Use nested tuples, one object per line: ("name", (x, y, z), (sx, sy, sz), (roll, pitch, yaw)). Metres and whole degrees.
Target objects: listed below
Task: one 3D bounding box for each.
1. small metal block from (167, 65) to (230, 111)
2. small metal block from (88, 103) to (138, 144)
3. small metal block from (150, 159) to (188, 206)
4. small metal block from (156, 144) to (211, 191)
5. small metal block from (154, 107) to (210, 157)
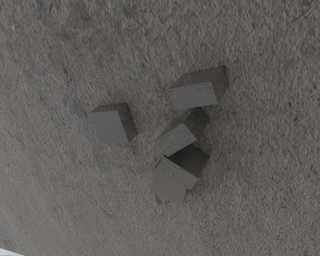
("small metal block", (0.043, -0.045, 0.340), (0.050, 0.050, 0.025), (-7, 115, 31))
("small metal block", (-0.066, -0.006, 0.438), (0.050, 0.025, 0.050), (-2, 117, 29))
("small metal block", (0.017, 0.078, 0.446), (0.050, 0.025, 0.050), (20, 126, 16))
("small metal block", (0.031, 0.044, 0.402), (0.050, 0.050, 0.025), (32, 129, 7))
("small metal block", (0.028, 0.003, 0.378), (0.050, 0.050, 0.025), (-34, 99, 38))
